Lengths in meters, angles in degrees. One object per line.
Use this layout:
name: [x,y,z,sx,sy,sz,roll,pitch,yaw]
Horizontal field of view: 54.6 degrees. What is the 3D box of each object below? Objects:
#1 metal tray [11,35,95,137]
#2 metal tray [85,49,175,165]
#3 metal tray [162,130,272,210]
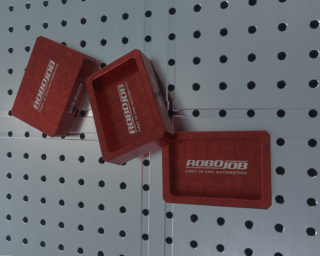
metal tray: [-0.163,-0.062,0.468,0.090,0.030,0.129,26,98,18]
metal tray: [-0.043,-0.028,0.407,0.090,0.030,0.130,-25,66,18]
metal tray: [0.069,0.049,0.385,0.130,0.030,0.090,-1,90,20]
